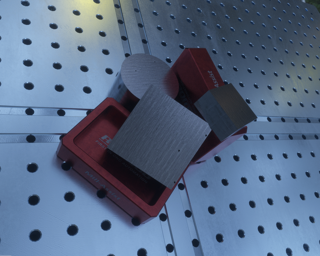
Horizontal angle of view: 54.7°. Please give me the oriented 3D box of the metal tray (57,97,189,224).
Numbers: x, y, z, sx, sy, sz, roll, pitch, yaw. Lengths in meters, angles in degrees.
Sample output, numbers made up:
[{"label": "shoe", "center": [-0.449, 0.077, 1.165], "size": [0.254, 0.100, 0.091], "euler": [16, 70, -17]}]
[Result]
[{"label": "metal tray", "center": [-0.040, 0.035, 0.362], "size": [0.130, 0.030, 0.090], "euler": [40, 51, -1]}]

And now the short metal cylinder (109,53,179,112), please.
[{"label": "short metal cylinder", "center": [-0.022, -0.052, 0.413], "size": [0.081, 0.050, 0.080], "euler": [14, 56, -21]}]

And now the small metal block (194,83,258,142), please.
[{"label": "small metal block", "center": [0.073, -0.019, 0.340], "size": [0.050, 0.025, 0.050], "euler": [-22, 74, -48]}]

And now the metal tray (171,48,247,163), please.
[{"label": "metal tray", "center": [0.051, -0.030, 0.414], "size": [0.030, 0.090, 0.130], "euler": [-10, 67, -33]}]

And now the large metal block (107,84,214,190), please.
[{"label": "large metal block", "center": [-0.002, 0.009, 0.347], "size": [0.080, 0.050, 0.080], "euler": [35, 87, -6]}]
